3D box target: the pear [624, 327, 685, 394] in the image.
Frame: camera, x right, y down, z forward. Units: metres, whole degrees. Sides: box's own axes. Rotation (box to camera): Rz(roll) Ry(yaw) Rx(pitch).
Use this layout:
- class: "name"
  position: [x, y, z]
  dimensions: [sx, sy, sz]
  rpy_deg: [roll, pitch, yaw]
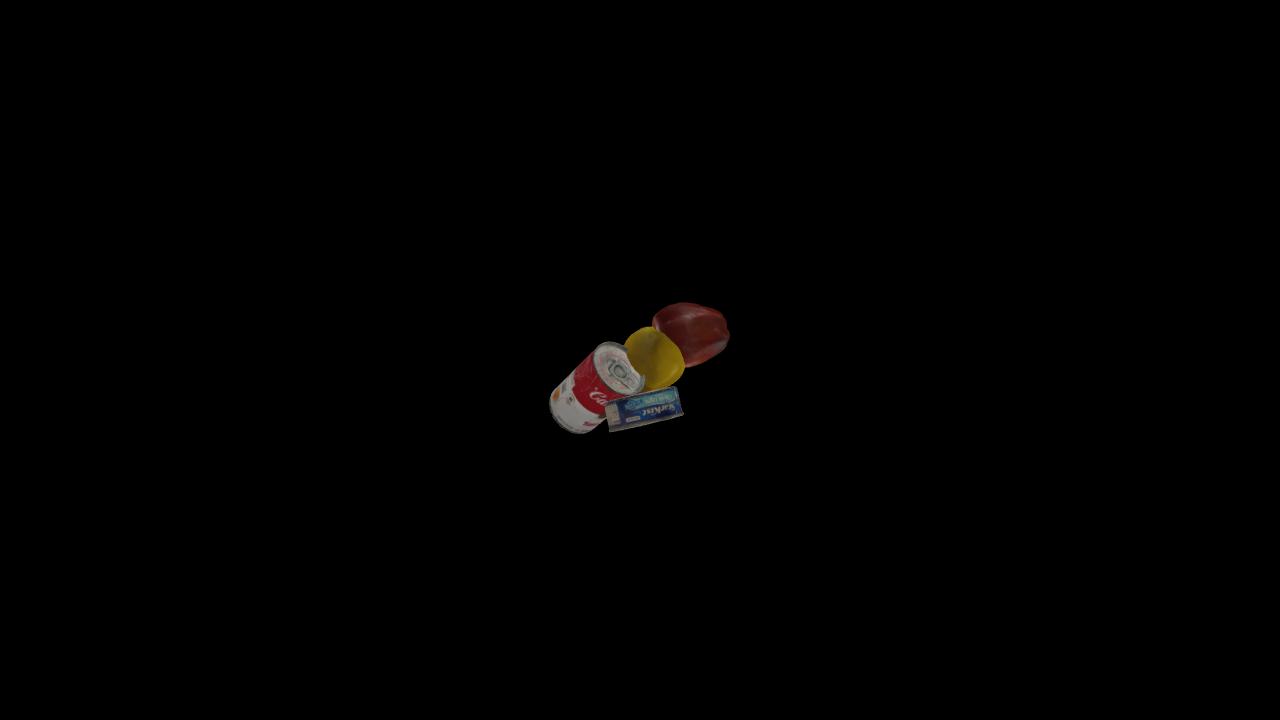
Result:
- class: "pear"
  position: [0.003, 0.018, 0.711]
  dimensions: [0.080, 0.111, 0.080]
  rpy_deg: [35, -2, 2]

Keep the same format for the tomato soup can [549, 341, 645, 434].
- class: "tomato soup can"
  position: [-0.051, 0.033, 0.693]
  dimensions: [0.068, 0.068, 0.101]
  rpy_deg: [0, -30, -43]

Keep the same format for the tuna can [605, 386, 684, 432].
- class: "tuna can"
  position: [0.004, 0.053, 0.671]
  dimensions: [0.084, 0.034, 0.084]
  rpy_deg: [-12, -4, -1]

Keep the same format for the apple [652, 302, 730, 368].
- class: "apple"
  position: [0.056, -0.029, 0.721]
  dimensions: [0.093, 0.079, 0.079]
  rpy_deg: [-10, 1, -4]
